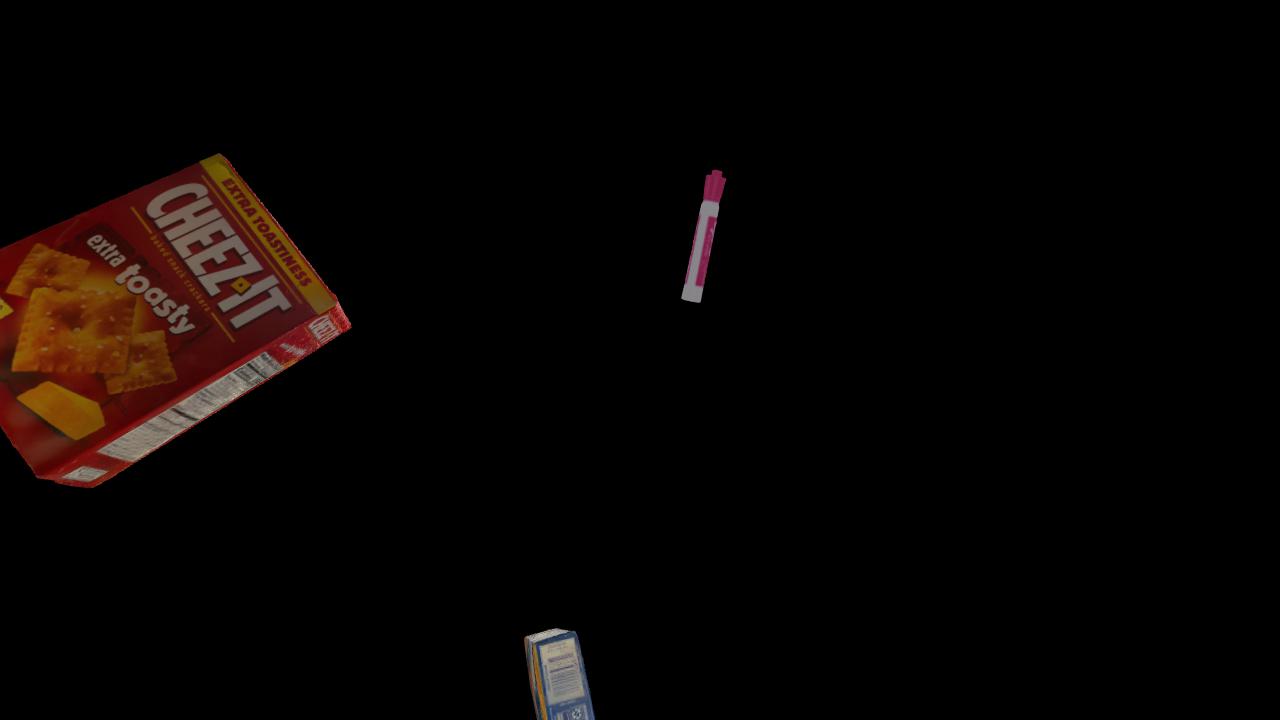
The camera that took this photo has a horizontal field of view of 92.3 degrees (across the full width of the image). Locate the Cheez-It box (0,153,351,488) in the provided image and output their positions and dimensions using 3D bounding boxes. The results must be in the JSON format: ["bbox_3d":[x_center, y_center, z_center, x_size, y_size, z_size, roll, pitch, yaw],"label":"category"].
[{"bbox_3d":[-0.375,-0.036,0.478,0.223,0.166,0.071,-37,-4,-22],"label":"Cheez-It box"}]

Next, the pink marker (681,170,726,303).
[{"bbox_3d":[0.059,-0.114,0.570,0.020,0.121,0.020,11,10,-2],"label":"pink marker"}]

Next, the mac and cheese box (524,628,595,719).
[{"bbox_3d":[-0.074,0.291,0.545,0.041,0.093,0.184,-10,-20,-17],"label":"mac and cheese box"}]
